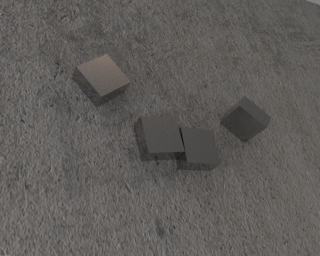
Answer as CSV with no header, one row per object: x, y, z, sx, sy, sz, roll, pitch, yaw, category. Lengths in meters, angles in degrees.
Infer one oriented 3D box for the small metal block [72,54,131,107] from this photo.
-0.076,-0.062,0.401,0.050,0.025,0.050,50,51,7,small metal block

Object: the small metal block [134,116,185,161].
-0.002,0.013,0.395,0.050,0.025,0.050,1,62,-28,small metal block

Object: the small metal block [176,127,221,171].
0.048,0.029,0.412,0.050,0.025,0.050,6,59,-25,small metal block

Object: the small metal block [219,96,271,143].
0.127,-0.012,0.463,0.050,0.050,0.025,39,51,-2,small metal block
